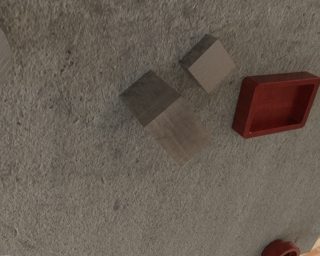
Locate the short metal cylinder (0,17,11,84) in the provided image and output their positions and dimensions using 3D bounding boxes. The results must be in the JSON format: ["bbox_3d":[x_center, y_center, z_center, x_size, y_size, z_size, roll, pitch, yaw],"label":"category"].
[{"bbox_3d":[-0.169,-0.069,0.256,0.081,0.050,0.079,-14,125,-21],"label":"short metal cylinder"}]

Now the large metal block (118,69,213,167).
[{"bbox_3d":[0.006,-0.012,0.368,0.050,0.080,0.080,-41,130,-1],"label":"large metal block"}]

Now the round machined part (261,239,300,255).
[{"bbox_3d":[0.285,0.309,0.747,0.099,0.042,0.097,-14,125,-21],"label":"round machined part"}]

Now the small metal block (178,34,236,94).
[{"bbox_3d":[0.060,-0.081,0.392,0.050,0.025,0.050,-45,130,3],"label":"small metal block"}]

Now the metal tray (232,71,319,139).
[{"bbox_3d":[0.181,-0.037,0.482,0.131,0.030,0.089,-9,122,-24],"label":"metal tray"}]
